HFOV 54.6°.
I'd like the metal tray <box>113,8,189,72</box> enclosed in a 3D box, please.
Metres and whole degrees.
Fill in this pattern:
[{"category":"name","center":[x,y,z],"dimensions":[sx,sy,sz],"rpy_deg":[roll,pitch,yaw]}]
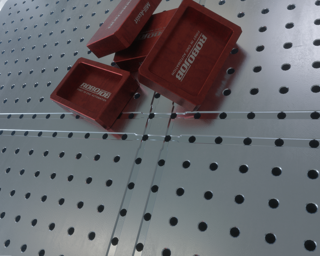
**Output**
[{"category":"metal tray","center":[-0.004,-0.141,0.495],"dimensions":[0.130,0.030,0.090],"rpy_deg":[-5,59,25]}]

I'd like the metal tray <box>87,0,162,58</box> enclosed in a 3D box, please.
[{"category":"metal tray","center":[-0.058,-0.179,0.519],"dimensions":[0.090,0.030,0.130],"rpy_deg":[-3,50,47]}]

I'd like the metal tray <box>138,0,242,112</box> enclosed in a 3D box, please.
[{"category":"metal tray","center":[0.040,-0.098,0.415],"dimensions":[0.090,0.030,0.130],"rpy_deg":[30,75,1]}]

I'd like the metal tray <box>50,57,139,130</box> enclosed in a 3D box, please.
[{"category":"metal tray","center":[-0.108,-0.060,0.499],"dimensions":[0.130,0.030,0.090],"rpy_deg":[23,74,36]}]
